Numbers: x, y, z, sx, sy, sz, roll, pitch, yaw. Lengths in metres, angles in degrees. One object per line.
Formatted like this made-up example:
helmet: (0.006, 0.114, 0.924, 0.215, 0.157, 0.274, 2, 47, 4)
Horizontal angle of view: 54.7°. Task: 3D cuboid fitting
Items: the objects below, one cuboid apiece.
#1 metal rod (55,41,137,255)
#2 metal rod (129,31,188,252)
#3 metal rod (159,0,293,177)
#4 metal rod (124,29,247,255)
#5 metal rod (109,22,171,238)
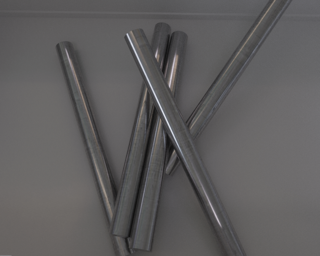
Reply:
metal rod: (-0.089, 0.014, 0.403, 0.025, 0.025, 0.299, -19, 71, -7)
metal rod: (0.004, -0.004, 0.392, 0.025, 0.025, 0.300, 9, 63, 3)
metal rod: (0.090, -0.069, 0.395, 0.025, 0.025, 0.299, 34, 89, 11)
metal rod: (0.029, 0.021, 0.366, 0.025, 0.025, 0.299, -24, 85, -8)
metal rod: (-0.020, -0.016, 0.401, 0.025, 0.025, 0.299, 9, 65, 3)
